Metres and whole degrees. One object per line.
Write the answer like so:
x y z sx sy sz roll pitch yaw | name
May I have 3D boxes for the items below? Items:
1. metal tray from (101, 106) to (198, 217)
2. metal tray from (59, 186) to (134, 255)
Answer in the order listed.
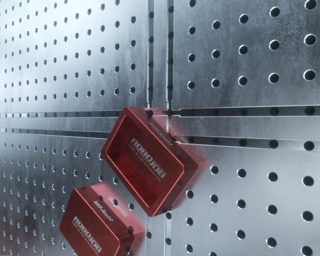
-0.020 0.042 0.423 0.130 0.030 0.090 45 117 30 | metal tray
-0.105 0.167 0.495 0.130 0.030 0.089 37 112 34 | metal tray
